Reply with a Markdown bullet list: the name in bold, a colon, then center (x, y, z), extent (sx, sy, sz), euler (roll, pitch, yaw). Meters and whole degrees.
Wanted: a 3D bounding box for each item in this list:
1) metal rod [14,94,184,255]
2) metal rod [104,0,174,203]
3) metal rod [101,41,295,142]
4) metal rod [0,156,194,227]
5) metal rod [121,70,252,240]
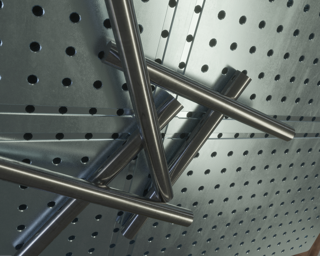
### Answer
- **metal rod**: center (-0.082, 0.071, 0.411), extent (0.300, 0.025, 0.025), euler (-46, 130, 3)
- **metal rod**: center (-0.017, -0.018, 0.356), extent (0.025, 0.025, 0.298), euler (-23, 129, -15)
- **metal rod**: center (0.069, -0.036, 0.401), extent (0.302, 0.025, 0.025), euler (20, 108, -28)
- **metal rod**: center (-0.083, 0.080, 0.385), extent (0.302, 0.025, 0.025), euler (23, 106, -27)
- **metal rod**: center (0.033, 0.046, 0.459), extent (0.025, 0.025, 0.299), euler (27, 104, -38)
